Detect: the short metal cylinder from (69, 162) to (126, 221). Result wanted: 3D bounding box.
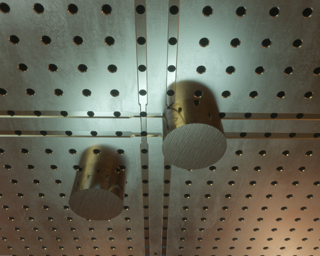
[{"bbox_3d":[-0.094,0.099,0.478,0.081,0.050,0.079,0,130,0],"label":"short metal cylinder"}]

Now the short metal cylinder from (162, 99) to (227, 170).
[{"bbox_3d":[0.043,0.009,0.403,0.081,0.050,0.079,0,130,0],"label":"short metal cylinder"}]
